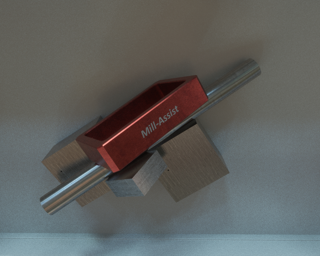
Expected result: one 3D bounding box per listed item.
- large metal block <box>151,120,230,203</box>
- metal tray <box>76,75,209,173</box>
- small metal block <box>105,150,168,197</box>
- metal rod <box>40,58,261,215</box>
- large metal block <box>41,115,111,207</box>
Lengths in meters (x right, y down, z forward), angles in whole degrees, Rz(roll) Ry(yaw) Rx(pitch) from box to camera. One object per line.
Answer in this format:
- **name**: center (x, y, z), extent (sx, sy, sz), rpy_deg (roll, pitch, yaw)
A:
- **large metal block**: center (0.033, 0.038, 0.411), extent (0.080, 0.050, 0.080), rpy_deg (-32, 107, 10)
- **metal tray**: center (-0.021, -0.010, 0.343), extent (0.131, 0.090, 0.030), rpy_deg (-38, 110, -21)
- **small metal block**: center (-0.028, 0.054, 0.364), extent (0.050, 0.050, 0.025), rpy_deg (-14, 114, 44)
- **metal rod**: center (-0.007, 0.007, 0.373), extent (0.301, 0.025, 0.025), rpy_deg (-34, 108, -5)
- **large metal block**: center (-0.091, 0.043, 0.409), extent (0.080, 0.050, 0.080), rpy_deg (-32, 107, 10)
